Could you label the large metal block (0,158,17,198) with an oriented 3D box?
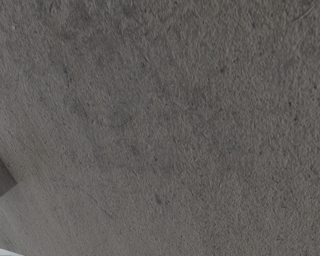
[{"bbox_3d":[-0.361,0.102,0.644,0.080,0.050,0.080,-11,113,33],"label":"large metal block"}]
